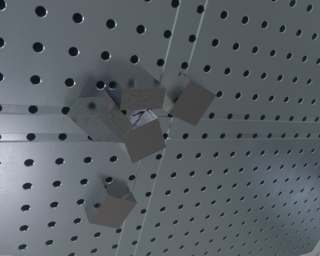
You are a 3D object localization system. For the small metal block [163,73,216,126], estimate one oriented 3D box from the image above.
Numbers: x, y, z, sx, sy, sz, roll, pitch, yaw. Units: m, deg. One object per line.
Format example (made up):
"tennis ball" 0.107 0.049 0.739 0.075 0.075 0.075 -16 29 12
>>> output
"small metal block" 0.037 -0.036 0.408 0.050 0.025 0.050 23 106 -37

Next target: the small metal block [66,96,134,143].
"small metal block" -0.067 -0.009 0.349 0.050 0.050 0.025 52 53 -40

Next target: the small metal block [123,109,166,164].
"small metal block" -0.024 0.011 0.404 0.050 0.025 0.050 -25 128 -13

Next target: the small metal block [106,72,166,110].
"small metal block" -0.028 -0.043 0.352 0.050 0.050 0.025 -4 120 -27

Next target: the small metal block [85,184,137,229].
"small metal block" -0.070 0.112 0.442 0.050 0.025 0.050 26 104 -37
